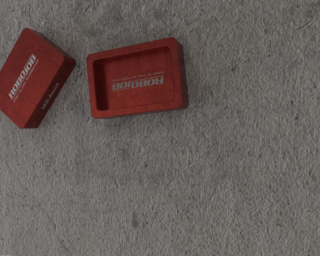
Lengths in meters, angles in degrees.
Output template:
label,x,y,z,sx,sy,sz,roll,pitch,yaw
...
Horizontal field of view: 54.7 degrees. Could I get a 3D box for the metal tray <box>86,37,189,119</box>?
label,x,y,z,sx,sy,sz,roll,pitch,yaw
metal tray,-0.032,-0.063,0.417,0.130,0.030,0.089,-6,88,19

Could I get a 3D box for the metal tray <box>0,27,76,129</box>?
label,x,y,z,sx,sy,sz,roll,pitch,yaw
metal tray,-0.199,-0.074,0.477,0.090,0.030,0.129,38,102,16
